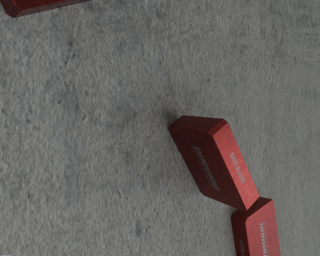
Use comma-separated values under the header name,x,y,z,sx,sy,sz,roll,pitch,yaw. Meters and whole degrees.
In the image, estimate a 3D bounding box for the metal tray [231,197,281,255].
name,x,y,z,sx,sy,sz,roll,pitch,yaw
metal tray,0.173,0.200,0.551,0.091,0.030,0.129,-18,101,-39

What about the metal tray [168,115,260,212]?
name,x,y,z,sx,sy,sz,roll,pitch,yaw
metal tray,0.072,0.046,0.423,0.030,0.090,0.130,-39,114,-24

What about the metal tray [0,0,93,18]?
name,x,y,z,sx,sy,sz,roll,pitch,yaw
metal tray,-0.106,-0.173,0.313,0.131,0.030,0.090,-32,110,-36
